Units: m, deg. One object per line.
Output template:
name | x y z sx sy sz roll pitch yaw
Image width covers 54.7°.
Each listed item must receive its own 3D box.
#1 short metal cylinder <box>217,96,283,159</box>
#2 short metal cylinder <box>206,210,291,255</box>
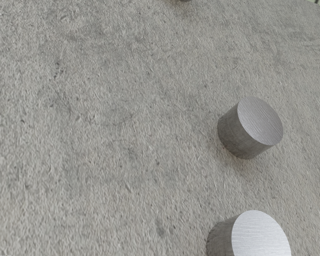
short metal cylinder | 0.133 0.000 0.459 0.081 0.050 0.080 14 56 -21
short metal cylinder | 0.101 0.141 0.356 0.081 0.050 0.080 14 56 -21
